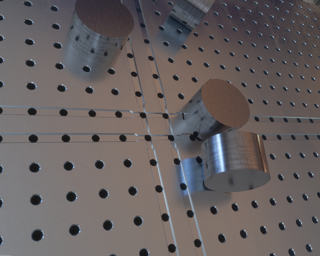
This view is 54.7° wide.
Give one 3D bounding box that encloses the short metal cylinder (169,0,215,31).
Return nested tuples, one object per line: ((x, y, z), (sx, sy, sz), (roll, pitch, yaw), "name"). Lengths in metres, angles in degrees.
((0.059, -0.217, 0.537), (0.050, 0.080, 0.080), (33, 51, -9), "short metal cylinder")

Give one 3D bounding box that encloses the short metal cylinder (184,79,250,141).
((0.082, -0.024, 0.451), (0.081, 0.050, 0.080), (14, 56, -21), "short metal cylinder")

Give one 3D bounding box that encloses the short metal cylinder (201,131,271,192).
((0.095, 0.045, 0.396), (0.081, 0.080, 0.050), (12, 57, -22), "short metal cylinder")

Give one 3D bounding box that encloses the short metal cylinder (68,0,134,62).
((-0.083, -0.140, 0.433), (0.081, 0.050, 0.080), (14, 56, -21), "short metal cylinder")
